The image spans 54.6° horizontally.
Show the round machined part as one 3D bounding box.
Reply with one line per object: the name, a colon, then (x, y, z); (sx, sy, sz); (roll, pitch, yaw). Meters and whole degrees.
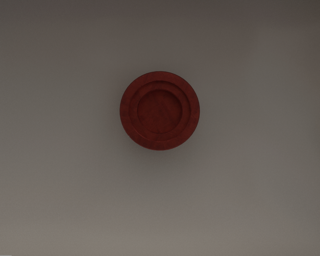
round machined part: (0.000, -0.021, 0.400); (0.099, 0.042, 0.097); (0, 90, 0)
